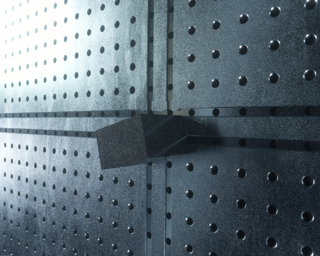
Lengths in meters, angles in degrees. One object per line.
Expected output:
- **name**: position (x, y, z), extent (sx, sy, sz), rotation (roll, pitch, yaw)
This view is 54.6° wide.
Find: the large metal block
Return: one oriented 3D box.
- **large metal block**: position (-0.021, 0.018, 0.392), extent (0.080, 0.081, 0.050), rotation (-18, 79, 39)
